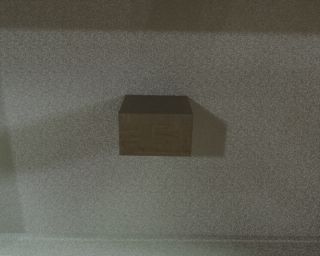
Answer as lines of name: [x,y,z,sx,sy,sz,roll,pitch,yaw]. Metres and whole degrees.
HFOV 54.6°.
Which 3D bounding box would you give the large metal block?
large metal block: [-0.005,-0.006,0.377,0.080,0.080,0.050,1,110,-1]
